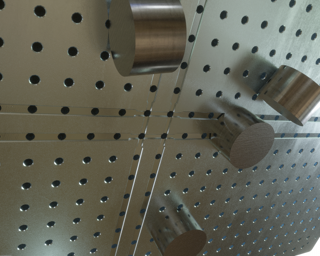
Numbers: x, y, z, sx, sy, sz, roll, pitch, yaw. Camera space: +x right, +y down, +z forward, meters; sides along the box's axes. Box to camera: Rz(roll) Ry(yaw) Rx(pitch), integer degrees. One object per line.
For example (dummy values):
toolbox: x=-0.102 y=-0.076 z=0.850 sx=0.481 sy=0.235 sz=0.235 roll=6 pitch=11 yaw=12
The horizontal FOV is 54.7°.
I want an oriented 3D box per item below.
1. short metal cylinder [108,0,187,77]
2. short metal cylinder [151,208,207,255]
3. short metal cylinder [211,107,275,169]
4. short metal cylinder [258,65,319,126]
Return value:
short metal cylinder: x=-0.015 y=-0.093 z=0.309 sx=0.050 sy=0.080 sz=0.079 roll=-9 pitch=123 yaw=-24
short metal cylinder: x=0.032 y=0.185 z=0.526 sx=0.081 sy=0.050 sz=0.079 roll=-14 pitch=124 yaw=-21
short metal cylinder: x=0.126 y=0.015 z=0.473 sx=0.081 sy=0.050 sz=0.079 roll=-14 pitch=124 yaw=-21
short metal cylinder: x=0.191 y=-0.047 z=0.451 sx=0.080 sy=0.080 sz=0.050 roll=32 pitch=100 yaw=-38
